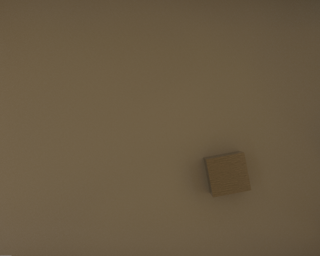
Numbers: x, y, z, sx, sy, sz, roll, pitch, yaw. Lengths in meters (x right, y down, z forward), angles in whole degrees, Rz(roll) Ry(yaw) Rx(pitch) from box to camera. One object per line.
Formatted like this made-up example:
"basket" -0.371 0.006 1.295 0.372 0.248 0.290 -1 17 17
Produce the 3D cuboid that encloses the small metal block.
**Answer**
"small metal block" 0.089 0.060 0.412 0.050 0.025 0.050 -11 90 0
